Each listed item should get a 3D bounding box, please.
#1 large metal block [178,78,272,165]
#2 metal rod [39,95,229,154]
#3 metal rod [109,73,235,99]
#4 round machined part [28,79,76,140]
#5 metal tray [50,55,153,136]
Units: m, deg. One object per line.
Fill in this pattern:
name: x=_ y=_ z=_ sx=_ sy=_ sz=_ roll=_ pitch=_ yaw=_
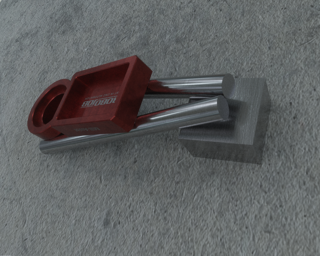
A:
large metal block: x=0.076 y=-0.009 z=0.352 sx=0.080 sy=0.050 sz=0.080 roll=4 pitch=64 yaw=29
metal rod: x=-0.057 y=0.004 z=0.390 sx=0.300 sy=0.025 sz=0.025 roll=-12 pitch=56 yaw=36
metal rod: x=-0.039 y=-0.051 z=0.414 sx=0.300 sy=0.025 sz=0.025 roll=5 pitch=64 yaw=44
round machined part: x=-0.156 y=-0.025 z=0.482 sx=0.098 sy=0.042 sz=0.098 roll=-21 pitch=50 yaw=27
metal tray: x=-0.078 y=-0.038 z=0.398 sx=0.130 sy=0.030 sz=0.090 roll=-4 pitch=59 yaw=40
